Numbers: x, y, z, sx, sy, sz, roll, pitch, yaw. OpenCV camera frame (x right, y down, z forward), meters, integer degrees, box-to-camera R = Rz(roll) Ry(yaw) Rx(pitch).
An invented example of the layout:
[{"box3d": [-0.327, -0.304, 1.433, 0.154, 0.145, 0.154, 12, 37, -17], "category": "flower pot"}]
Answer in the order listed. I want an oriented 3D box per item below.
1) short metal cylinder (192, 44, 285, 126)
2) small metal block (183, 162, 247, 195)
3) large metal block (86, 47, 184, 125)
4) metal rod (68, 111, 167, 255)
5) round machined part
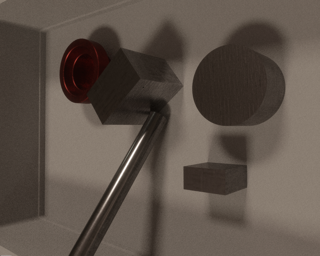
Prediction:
[{"box3d": [0.081, -0.042, 0.322, 0.080, 0.050, 0.079, 0, 90, 39], "category": "short metal cylinder"}, {"box3d": [0.061, 0.054, 0.339, 0.050, 0.050, 0.025, 0, 90, 39], "category": "small metal block"}, {"box3d": [-0.032, -0.048, 0.395, 0.080, 0.081, 0.050, -46, 63, 30], "category": "large metal block"}, {"box3d": [-0.070, 0.110, 0.362, 0.025, 0.025, 0.300, 13, 66, 39], "category": "metal rod"}, {"box3d": [-0.111, -0.086, 0.485, 0.098, 0.042, 0.097, 0, 90, 39], "category": "round machined part"}]
